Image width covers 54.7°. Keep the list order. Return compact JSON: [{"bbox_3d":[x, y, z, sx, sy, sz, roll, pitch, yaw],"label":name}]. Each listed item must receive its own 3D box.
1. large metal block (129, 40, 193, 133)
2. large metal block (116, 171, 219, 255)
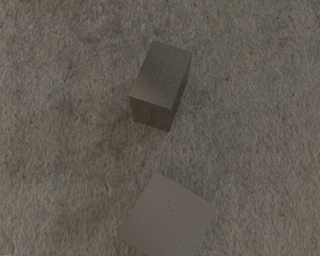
[{"bbox_3d":[0.002,-0.050,0.397,0.050,0.080,0.080,19,71,6],"label":"large metal block"},{"bbox_3d":[0.009,0.108,0.355,0.080,0.050,0.080,29,72,9],"label":"large metal block"}]
